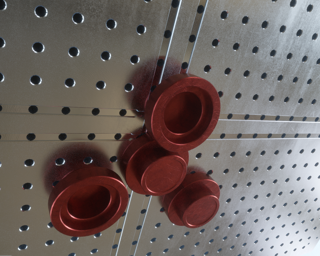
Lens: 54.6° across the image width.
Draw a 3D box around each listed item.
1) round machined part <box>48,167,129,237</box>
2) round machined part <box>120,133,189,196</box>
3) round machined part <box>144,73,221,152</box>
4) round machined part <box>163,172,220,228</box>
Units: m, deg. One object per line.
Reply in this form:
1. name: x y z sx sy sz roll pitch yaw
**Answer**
1. round machined part: -0.094 0.090 0.404 0.099 0.042 0.097 -14 124 -21
2. round machined part: -0.002 0.056 0.433 0.099 0.042 0.097 -14 124 -21
3. round machined part: 0.025 -0.022 0.394 0.099 0.042 0.097 -12 117 -24
4. round machined part: 0.058 0.124 0.508 0.099 0.042 0.097 -14 124 -21
